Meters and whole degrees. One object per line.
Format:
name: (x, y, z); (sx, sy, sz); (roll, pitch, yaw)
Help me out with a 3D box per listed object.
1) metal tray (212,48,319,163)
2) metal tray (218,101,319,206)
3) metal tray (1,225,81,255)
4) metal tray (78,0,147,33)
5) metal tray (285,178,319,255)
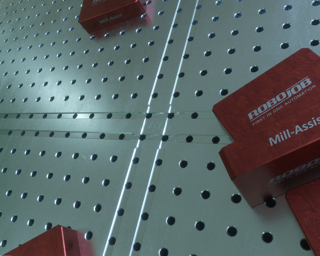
metal tray: (0.137, -0.022, 0.347); (0.130, 0.030, 0.090); (-33, 52, 6)
metal tray: (0.129, 0.022, 0.284); (0.130, 0.090, 0.030); (-27, 53, 11)
metal tray: (-0.156, 0.187, 0.370); (0.130, 0.030, 0.090); (-30, 52, 8)
metal tray: (-0.090, -0.243, 0.599); (0.130, 0.030, 0.090); (-11, 57, 22)
metal tray: (0.188, 0.074, 0.261); (0.130, 0.030, 0.090); (-25, 53, 12)
